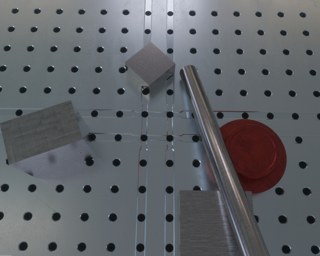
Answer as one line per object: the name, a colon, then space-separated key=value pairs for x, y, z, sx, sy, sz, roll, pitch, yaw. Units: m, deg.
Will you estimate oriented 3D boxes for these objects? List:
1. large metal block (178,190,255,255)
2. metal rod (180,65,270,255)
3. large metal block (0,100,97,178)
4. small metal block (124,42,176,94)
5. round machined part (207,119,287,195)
large metal block: x=0.062 y=0.116 z=0.356 sx=0.081 sy=0.050 sz=0.080 roll=1 pitch=70 yaw=0
metal rod: x=0.070 y=0.037 z=0.355 sx=0.025 sy=0.025 sz=0.299 roll=-11 pitch=54 yaw=-4
large metal block: x=-0.130 y=0.017 z=0.375 sx=0.080 sy=0.080 sz=0.050 roll=-20 pitch=71 yaw=-7
small metal block: x=-0.014 y=-0.086 z=0.443 sx=0.050 sy=0.025 sz=0.050 roll=-42 pitch=76 yaw=-14
round machined part: x=0.111 y=0.033 z=0.391 sx=0.099 sy=0.042 sz=0.098 roll=0 pitch=70 yaw=0
